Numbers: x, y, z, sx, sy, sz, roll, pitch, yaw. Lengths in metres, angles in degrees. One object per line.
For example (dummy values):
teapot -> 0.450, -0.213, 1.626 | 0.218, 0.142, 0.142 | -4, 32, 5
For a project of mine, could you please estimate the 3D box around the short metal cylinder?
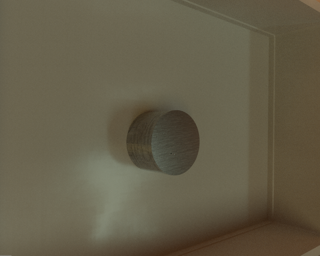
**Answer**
short metal cylinder -> 0.005, 0.018, 0.396 | 0.081, 0.050, 0.079 | 0, 90, -40
